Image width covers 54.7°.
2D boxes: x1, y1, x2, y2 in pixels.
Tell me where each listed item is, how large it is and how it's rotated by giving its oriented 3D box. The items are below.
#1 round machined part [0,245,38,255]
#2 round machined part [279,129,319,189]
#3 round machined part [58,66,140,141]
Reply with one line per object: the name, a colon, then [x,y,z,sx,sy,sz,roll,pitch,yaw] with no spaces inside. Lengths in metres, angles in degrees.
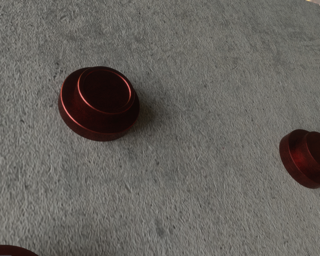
round machined part: [-0.129,0.144,0.235,0.099,0.042,0.098,14,56,-21]
round machined part: [0.245,0.044,0.498,0.099,0.042,0.098,14,56,-21]
round machined part: [-0.070,-0.036,0.377,0.099,0.042,0.098,14,56,-21]
